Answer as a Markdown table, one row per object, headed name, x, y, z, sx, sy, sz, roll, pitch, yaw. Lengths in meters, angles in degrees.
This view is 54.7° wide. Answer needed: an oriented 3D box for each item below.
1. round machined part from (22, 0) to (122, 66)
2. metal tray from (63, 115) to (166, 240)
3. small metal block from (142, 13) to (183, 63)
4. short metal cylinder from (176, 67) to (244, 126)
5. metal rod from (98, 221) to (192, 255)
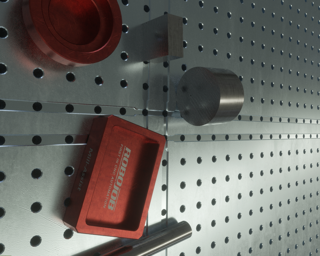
| name | x | y | z | sx | sy | sz | roll | pitch | yaw |
| --- | --- | --- | --- | --- | --- | --- | --- | --- | --- |
| round machined part | -0.092 | -0.113 | 0.322 | 0.099 | 0.042 | 0.097 | 0 | 90 | -40 |
| metal tray | -0.049 | 0.059 | 0.366 | 0.090 | 0.030 | 0.130 | 23 | 75 | -38 |
| small metal block | 0.003 | -0.113 | 0.397 | 0.025 | 0.050 | 0.050 | -2 | 92 | -40 |
| short metal cylinder | 0.069 | -0.044 | 0.433 | 0.050 | 0.080 | 0.079 | -5 | 94 | -40 |
| metal rod | -0.078 | 0.161 | 0.345 | 0.302 | 0.025 | 0.025 | -8 | 95 | -40 |
